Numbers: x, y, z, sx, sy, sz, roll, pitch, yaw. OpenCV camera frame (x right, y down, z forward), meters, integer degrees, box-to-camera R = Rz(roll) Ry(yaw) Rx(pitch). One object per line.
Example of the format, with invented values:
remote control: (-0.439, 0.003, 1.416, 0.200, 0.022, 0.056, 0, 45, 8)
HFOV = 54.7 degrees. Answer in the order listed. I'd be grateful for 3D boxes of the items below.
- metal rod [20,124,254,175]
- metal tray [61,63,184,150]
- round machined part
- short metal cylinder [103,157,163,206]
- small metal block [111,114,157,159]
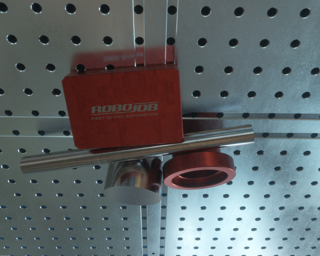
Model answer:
metal rod: (-0.033, 0.029, 0.402, 0.302, 0.025, 0.025, -8, 130, 6)
metal tray: (-0.040, -0.025, 0.368, 0.131, 0.030, 0.089, -4, 112, 2)
round machined part: (0.052, 0.051, 0.429, 0.099, 0.042, 0.098, -4, 152, -2)
short metal cylinder: (-0.036, 0.074, 0.442, 0.080, 0.050, 0.080, 4, 149, 3)
small metal block: (-0.036, 0.013, 0.433, 0.050, 0.025, 0.050, 14, 129, -12)
